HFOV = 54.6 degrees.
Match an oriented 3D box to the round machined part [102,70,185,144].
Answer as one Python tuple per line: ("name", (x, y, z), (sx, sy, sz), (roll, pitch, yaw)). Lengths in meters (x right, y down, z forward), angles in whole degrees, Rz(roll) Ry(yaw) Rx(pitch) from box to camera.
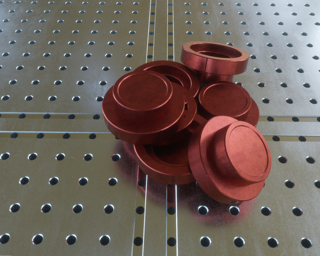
("round machined part", (-0.020, -0.031, 0.368), (0.099, 0.042, 0.098), (0, 50, 0))

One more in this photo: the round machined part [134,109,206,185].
("round machined part", (0.019, 0.026, 0.375), (0.099, 0.042, 0.098), (0, 50, 0))

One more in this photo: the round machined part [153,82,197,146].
("round machined part", (-0.002, -0.015, 0.409), (0.099, 0.042, 0.098), (0, 50, 0))

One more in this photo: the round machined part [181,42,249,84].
("round machined part", (0.079, -0.095, 0.463), (0.099, 0.042, 0.098), (6, 29, -3))

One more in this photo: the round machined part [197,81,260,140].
("round machined part", (0.085, -0.026, 0.419), (0.099, 0.042, 0.098), (0, 50, 0))

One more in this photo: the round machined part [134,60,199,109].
("round machined part", (0.004, -0.049, 0.438), (0.099, 0.042, 0.098), (0, 50, 0))

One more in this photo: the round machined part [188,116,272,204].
("round machined part", (0.083, 0.031, 0.339), (0.099, 0.042, 0.098), (15, 61, -28))
